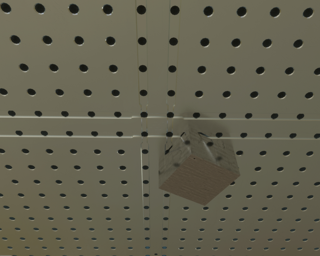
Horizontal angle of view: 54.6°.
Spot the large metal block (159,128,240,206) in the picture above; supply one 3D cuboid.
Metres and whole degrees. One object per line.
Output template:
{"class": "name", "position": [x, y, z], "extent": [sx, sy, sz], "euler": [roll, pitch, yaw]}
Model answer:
{"class": "large metal block", "position": [0.053, 0.058, 0.445], "extent": [0.080, 0.050, 0.080], "euler": [25, 126, -20]}
